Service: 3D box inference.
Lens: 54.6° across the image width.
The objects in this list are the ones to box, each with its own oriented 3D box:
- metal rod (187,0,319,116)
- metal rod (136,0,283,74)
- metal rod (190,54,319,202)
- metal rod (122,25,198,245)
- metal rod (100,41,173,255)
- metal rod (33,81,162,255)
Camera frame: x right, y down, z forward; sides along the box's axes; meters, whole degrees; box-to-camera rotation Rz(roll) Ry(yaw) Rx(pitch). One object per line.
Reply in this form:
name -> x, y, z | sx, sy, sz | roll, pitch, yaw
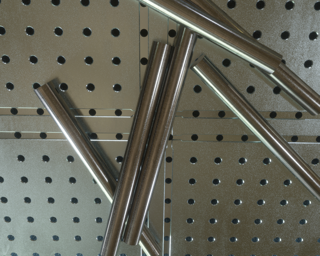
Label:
metal rod -> 0.088, -0.112, 0.372 | 0.301, 0.025, 0.025 | 36, 106, -12
metal rod -> -0.001, -0.142, 0.344 | 0.301, 0.025, 0.025 | 28, 108, -4
metal rod -> 0.153, 0.017, 0.420 | 0.300, 0.025, 0.025 | 43, 105, -14
metal rod -> -0.003, 0.020, 0.406 | 0.025, 0.025, 0.298 | 14, 104, -5
metal rod -> -0.035, 0.038, 0.409 | 0.025, 0.025, 0.298 | 14, 103, -5
metal rod -> -0.079, 0.070, 0.438 | 0.025, 0.025, 0.299 | -27, 108, 9
